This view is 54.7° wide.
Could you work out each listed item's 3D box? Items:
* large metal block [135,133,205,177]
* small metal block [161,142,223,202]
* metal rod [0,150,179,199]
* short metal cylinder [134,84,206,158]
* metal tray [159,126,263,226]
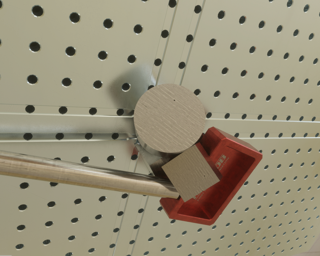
[{"bbox_3d":[0.023,0.043,0.434,0.080,0.050,0.080,-31,129,-9],"label":"large metal block"},{"bbox_3d":[0.039,0.053,0.373,0.050,0.050,0.025,-36,172,17],"label":"small metal block"},{"bbox_3d":[-0.116,0.047,0.340,0.302,0.025,0.025,13,112,-22],"label":"metal rod"},{"bbox_3d":[0.010,-0.007,0.370,0.080,0.080,0.050,-31,171,-9],"label":"short metal cylinder"},{"bbox_3d":[0.070,0.070,0.423,0.091,0.030,0.129,23,106,-37],"label":"metal tray"}]
